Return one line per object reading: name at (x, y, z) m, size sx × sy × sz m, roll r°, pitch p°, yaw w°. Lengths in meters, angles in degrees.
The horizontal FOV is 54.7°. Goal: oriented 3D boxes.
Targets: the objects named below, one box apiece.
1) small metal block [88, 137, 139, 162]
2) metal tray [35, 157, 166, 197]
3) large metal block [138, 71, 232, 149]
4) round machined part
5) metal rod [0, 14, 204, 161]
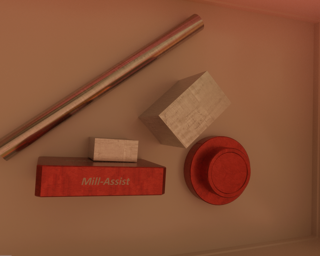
small metal block at (-0.058, 0.025, 0.377) m, size 0.050 × 0.050 × 0.025 m, roll 4°, pitch 89°, yaw -20°
metal tray at (-0.069, 0.053, 0.351) m, size 0.131 × 0.090 × 0.030 m, roll 4°, pitch 89°, yaw -20°
large metal block at (0.028, -0.022, 0.393) m, size 0.080 × 0.080 × 0.050 m, roll -43°, pitch 104°, yaw -15°
round machined part at (0.087, 0.060, 0.435) m, size 0.099 × 0.042 × 0.097 m, roll 0°, pitch 90°, yaw -21°
metal rod at (-0.063, -0.060, 0.387) m, size 0.301 × 0.025 × 0.025 m, roll -37°, pitch 102°, yaw -17°
